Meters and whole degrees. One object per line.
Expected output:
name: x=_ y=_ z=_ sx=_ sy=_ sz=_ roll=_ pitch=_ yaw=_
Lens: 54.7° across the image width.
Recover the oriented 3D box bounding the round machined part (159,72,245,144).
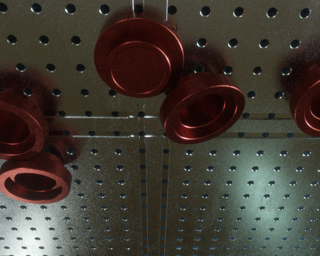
round machined part: x=0.046 y=-0.027 z=0.365 sx=0.099 sy=0.042 sz=0.097 roll=-14 pitch=143 yaw=-11

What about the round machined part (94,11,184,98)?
round machined part: x=-0.023 y=-0.072 z=0.339 sx=0.099 sy=0.042 sz=0.097 roll=-1 pitch=130 yaw=0

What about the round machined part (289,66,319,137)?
round machined part: x=0.205 y=-0.038 z=0.371 sx=0.099 sy=0.042 sz=0.097 roll=-1 pitch=130 yaw=0

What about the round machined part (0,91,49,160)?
round machined part: x=-0.191 y=-0.007 z=0.392 sx=0.099 sy=0.042 sz=0.097 roll=-1 pitch=130 yaw=0

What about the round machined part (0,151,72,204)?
round machined part: x=-0.179 y=0.069 z=0.450 sx=0.099 sy=0.042 sz=0.097 roll=-2 pitch=139 yaw=-1
